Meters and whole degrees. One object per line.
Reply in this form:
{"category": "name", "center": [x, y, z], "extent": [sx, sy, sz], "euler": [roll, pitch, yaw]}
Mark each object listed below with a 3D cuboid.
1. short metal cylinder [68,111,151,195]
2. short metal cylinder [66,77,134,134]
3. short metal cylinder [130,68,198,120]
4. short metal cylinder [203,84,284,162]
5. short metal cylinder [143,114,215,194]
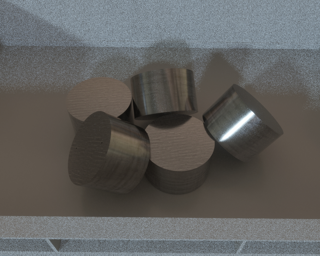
{"category": "short metal cylinder", "center": [-0.056, 0.028, 0.335], "extent": [0.050, 0.080, 0.080], "euler": [24, 37, -38]}
{"category": "short metal cylinder", "center": [-0.076, -0.021, 0.402], "extent": [0.081, 0.050, 0.080], "euler": [0, 50, 0]}
{"category": "short metal cylinder", "center": [0.005, -0.040, 0.391], "extent": [0.081, 0.080, 0.050], "euler": [-6, 86, -6]}
{"category": "short metal cylinder", "center": [0.097, -0.006, 0.367], "extent": [0.080, 0.050, 0.080], "euler": [35, 26, -19]}
{"category": "short metal cylinder", "center": [0.020, 0.030, 0.362], "extent": [0.081, 0.050, 0.080], "euler": [0, 50, 0]}
